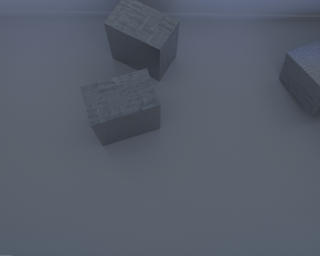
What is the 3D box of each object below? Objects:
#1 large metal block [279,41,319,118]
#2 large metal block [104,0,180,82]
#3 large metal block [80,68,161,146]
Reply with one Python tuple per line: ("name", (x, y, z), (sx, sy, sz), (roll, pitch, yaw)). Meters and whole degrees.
("large metal block", (0.222, -0.071, 0.413), (0.080, 0.050, 0.080), (-20, 54, -7))
("large metal block", (-0.023, -0.119, 0.424), (0.080, 0.080, 0.050), (28, 72, 9))
("large metal block", (-0.046, -0.023, 0.388), (0.081, 0.080, 0.050), (-17, 71, -7))
